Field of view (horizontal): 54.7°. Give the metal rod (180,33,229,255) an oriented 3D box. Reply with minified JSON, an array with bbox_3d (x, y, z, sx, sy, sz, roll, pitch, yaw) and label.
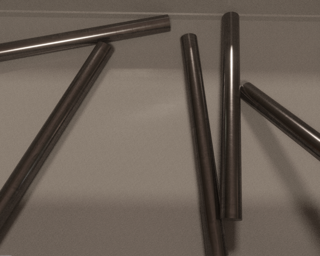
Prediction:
[{"bbox_3d":[0.054,0.007,0.407,0.025,0.025,0.299,-4,70,-2],"label":"metal rod"}]

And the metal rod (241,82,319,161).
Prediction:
[{"bbox_3d":[0.194,0.035,0.338,0.025,0.025,0.300,-31,50,-11],"label":"metal rod"}]

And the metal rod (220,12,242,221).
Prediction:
[{"bbox_3d":[0.094,-0.032,0.412,0.025,0.025,0.299,5,66,1],"label":"metal rod"}]

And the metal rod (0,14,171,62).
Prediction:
[{"bbox_3d":[-0.134,-0.128,0.454,0.302,0.025,0.025,-12,71,-5],"label":"metal rod"}]

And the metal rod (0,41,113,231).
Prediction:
[{"bbox_3d":[-0.145,0.009,0.404,0.025,0.025,0.300,25,72,8],"label":"metal rod"}]
